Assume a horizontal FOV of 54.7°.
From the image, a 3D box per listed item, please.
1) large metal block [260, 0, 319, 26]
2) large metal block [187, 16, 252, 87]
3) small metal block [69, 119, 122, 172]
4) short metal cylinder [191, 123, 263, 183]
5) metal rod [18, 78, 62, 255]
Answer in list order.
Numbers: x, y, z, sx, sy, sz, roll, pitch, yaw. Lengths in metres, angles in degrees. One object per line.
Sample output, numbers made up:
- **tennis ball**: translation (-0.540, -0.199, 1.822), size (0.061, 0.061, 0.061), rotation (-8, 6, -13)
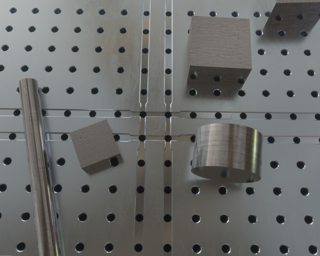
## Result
- **large metal block**: translation (0.204, -0.208, 0.477), size (0.081, 0.050, 0.080), rotation (-2, 70, -1)
- **large metal block**: translation (0.082, -0.108, 0.439), size (0.081, 0.050, 0.080), rotation (3, 70, 1)
- **small metal block**: translation (-0.083, 0.023, 0.402), size (0.050, 0.025, 0.050), rotation (-21, 72, -8)
- **short metal cylinder**: translation (0.081, 0.032, 0.372), size (0.080, 0.080, 0.050), rotation (9, 70, 3)
- **metal rod**: translation (-0.146, 0.073, 0.383), size (0.025, 0.025, 0.299), rotation (-14, 71, -5)
